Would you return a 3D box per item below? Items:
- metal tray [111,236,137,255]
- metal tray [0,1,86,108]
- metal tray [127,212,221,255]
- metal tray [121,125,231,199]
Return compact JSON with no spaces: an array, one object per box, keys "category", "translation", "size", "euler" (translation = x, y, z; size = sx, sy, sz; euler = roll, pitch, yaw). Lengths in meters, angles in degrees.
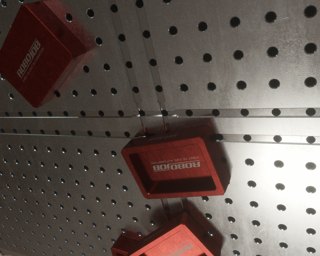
[{"category":"metal tray","translation":[-0.038,0.274,0.595],"size":[0.090,0.030,0.129],"euler":[7,122,24]},{"category":"metal tray","translation":[-0.172,-0.098,0.436],"size":[0.090,0.030,0.129],"euler":[47,129,-6]},{"category":"metal tray","translation":[0.021,0.204,0.500],"size":[0.130,0.030,0.090],"euler":[-39,97,23]},{"category":"metal tray","translation":[0.020,0.052,0.428],"size":[0.130,0.030,0.090],"euler":[-11,113,32]}]
